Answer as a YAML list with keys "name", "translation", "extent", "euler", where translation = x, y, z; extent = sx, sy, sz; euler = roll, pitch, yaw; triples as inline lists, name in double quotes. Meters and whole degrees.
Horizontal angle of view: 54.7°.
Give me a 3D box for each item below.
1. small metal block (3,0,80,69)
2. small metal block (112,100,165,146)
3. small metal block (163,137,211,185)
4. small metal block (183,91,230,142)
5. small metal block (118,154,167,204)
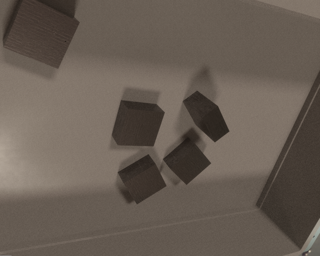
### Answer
- name: "small metal block"
  translation: [-0.112, -0.091, 0.292]
  extent: [0.050, 0.025, 0.050]
  euler: [19, 108, -36]
- name: "small metal block"
  translation: [-0.028, -0.005, 0.392]
  extent: [0.050, 0.025, 0.050]
  euler: [4, 117, -31]
- name: "small metal block"
  translation: [0.041, 0.050, 0.464]
  extent: [0.050, 0.025, 0.050]
  euler: [-42, 130, 0]
- name: "small metal block"
  translation: [0.062, -0.016, 0.419]
  extent: [0.025, 0.050, 0.050]
  euler: [-37, 130, -4]
- name: "small metal block"
  translation: [-0.025, 0.073, 0.442]
  extent: [0.050, 0.025, 0.050]
  euler: [-30, 129, -9]
